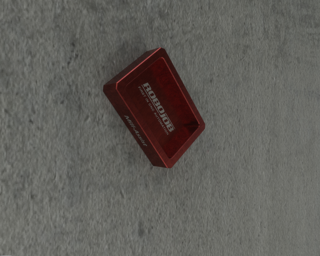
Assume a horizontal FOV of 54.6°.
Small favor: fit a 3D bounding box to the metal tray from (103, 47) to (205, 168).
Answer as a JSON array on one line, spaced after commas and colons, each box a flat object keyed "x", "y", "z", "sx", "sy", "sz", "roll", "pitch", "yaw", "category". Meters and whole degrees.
[{"x": -0.002, "y": -0.024, "z": 0.398, "sx": 0.090, "sy": 0.030, "sz": 0.130, "roll": -46, "pitch": 118, "yaw": -30, "category": "metal tray"}]
